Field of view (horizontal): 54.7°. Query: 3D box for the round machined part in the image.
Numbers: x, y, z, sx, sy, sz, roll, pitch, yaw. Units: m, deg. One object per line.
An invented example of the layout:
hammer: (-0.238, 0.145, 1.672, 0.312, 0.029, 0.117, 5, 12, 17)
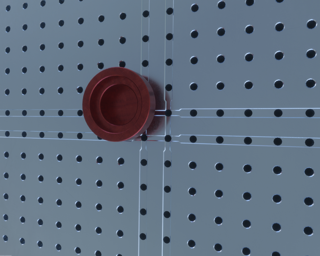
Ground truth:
round machined part: (-0.052, -0.031, 0.421, 0.098, 0.042, 0.097, 0, 90, 19)
